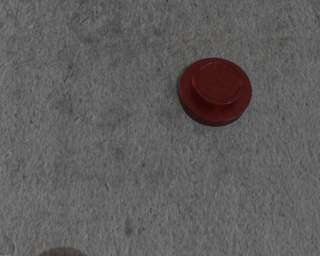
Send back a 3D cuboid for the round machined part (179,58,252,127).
[{"bbox_3d":[0.076,-0.054,0.420,0.099,0.042,0.098,0,70,-1],"label":"round machined part"}]
